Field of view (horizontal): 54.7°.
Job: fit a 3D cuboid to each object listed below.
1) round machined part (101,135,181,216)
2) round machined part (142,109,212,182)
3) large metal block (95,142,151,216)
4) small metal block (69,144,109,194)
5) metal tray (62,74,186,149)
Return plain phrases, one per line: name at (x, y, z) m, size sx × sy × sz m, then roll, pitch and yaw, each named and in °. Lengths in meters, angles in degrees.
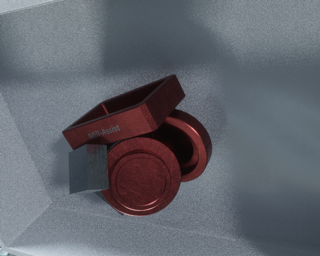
round machined part at (-0.023, 0.059, 0.368) m, size 0.099 × 0.042 × 0.097 m, roll -1°, pitch 96°, yaw -6°
round machined part at (0.020, 0.018, 0.397) m, size 0.098 × 0.042 × 0.097 m, roll 13°, pitch 124°, yaw 20°
large metal block at (-0.053, 0.059, 0.435) m, size 0.080 × 0.080 × 0.050 m, roll 39°, pitch 129°, yaw 1°
small metal block at (-0.084, 0.049, 0.360) m, size 0.050 × 0.025 × 0.050 m, roll -23°, pitch 68°, yaw 49°
metal tray at (-0.044, -0.017, 0.375) m, size 0.130 × 0.090 × 0.030 m, roll -16°, pitch 111°, yaw 34°
